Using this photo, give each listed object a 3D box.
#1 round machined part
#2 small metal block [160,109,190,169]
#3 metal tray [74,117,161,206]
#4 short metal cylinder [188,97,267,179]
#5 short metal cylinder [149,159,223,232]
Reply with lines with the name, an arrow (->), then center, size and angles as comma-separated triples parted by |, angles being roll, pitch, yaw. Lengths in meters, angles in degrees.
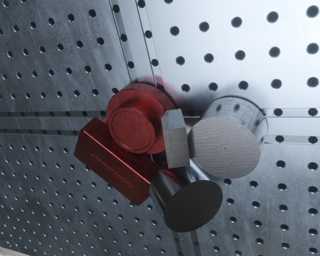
round machined part -> -0.028, -0.006, 0.406 | 0.098, 0.042, 0.097 | 13, 124, 21
small metal block -> 0.018, 0.011, 0.364 | 0.025, 0.050, 0.050 | -8, 117, 1
metal tray -> -0.062, 0.053, 0.453 | 0.130, 0.030, 0.090 | 38, 144, 1
short metal cylinder -> 0.078, 0.011, 0.356 | 0.080, 0.050, 0.079 | 13, 124, 21
short metal cylinder -> 0.033, 0.086, 0.398 | 0.050, 0.081, 0.079 | -131, 31, -55
